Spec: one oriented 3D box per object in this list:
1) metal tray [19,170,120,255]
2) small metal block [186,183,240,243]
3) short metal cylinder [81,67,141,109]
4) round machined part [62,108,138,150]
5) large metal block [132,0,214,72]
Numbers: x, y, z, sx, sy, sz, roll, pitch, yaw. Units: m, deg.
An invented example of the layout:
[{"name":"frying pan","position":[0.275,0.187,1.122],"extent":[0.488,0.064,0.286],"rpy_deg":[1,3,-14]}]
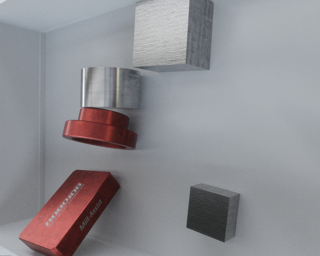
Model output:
[{"name":"metal tray","position":[-0.129,0.120,0.450],"extent":[0.090,0.130,0.030],"rpy_deg":[-3,129,39]},{"name":"small metal block","position":[0.060,0.095,0.356],"extent":[0.050,0.025,0.050],"rpy_deg":[9,96,39]},{"name":"short metal cylinder","position":[-0.067,-0.052,0.424],"extent":[0.080,0.081,0.050],"rpy_deg":[3,92,39]},{"name":"round machined part","position":[-0.079,0.001,0.424],"extent":[0.098,0.098,0.042],"rpy_deg":[1,77,39]},{"name":"large metal block","position":[0.015,-0.112,0.376],"extent":[0.080,0.050,0.079],"rpy_deg":[6,94,39]}]
